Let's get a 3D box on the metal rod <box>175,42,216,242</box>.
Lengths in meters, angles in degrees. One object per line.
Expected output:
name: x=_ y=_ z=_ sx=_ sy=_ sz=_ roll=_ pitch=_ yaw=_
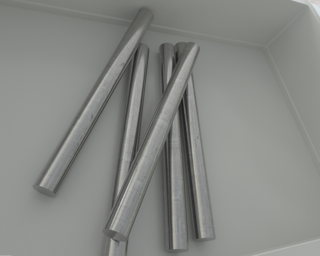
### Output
metal rod: x=0.043 y=-0.002 z=0.429 sx=0.025 sy=0.025 sz=0.299 roll=10 pitch=57 yaw=-23

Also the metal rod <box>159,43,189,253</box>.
metal rod: x=0.015 y=0.004 z=0.410 sx=0.025 sy=0.025 sz=0.299 roll=12 pitch=57 yaw=-22

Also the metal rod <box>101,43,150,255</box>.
metal rod: x=-0.037 y=0.008 z=0.380 sx=0.025 sy=0.025 sz=0.300 roll=17 pitch=55 yaw=-19

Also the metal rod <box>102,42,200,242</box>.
metal rod: x=0.003 y=-0.010 z=0.379 sx=0.025 sy=0.025 sz=0.300 roll=30 pitch=52 yaw=-9

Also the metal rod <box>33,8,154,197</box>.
metal rod: x=-0.068 y=-0.054 z=0.388 sx=0.025 sy=0.025 sz=0.300 roll=29 pitch=56 yaw=-10
